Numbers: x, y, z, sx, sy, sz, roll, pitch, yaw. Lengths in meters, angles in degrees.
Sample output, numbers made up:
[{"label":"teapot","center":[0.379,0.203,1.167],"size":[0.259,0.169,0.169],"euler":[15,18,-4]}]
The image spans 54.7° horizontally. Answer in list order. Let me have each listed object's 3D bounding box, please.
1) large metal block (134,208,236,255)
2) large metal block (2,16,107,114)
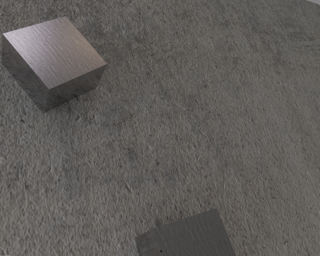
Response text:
[{"label":"large metal block","center":[0.030,0.138,0.320],"size":[0.081,0.050,0.080],"euler":[-7,66,-31]},{"label":"large metal block","center":[-0.125,-0.076,0.367],"size":[0.080,0.050,0.081],"euler":[49,51,6]}]
